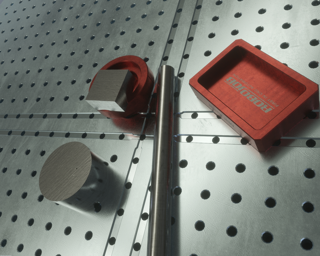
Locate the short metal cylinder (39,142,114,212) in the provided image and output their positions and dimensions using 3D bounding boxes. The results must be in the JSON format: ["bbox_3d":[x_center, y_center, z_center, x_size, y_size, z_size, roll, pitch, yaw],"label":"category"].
[{"bbox_3d":[-0.109,0.064,0.408,0.080,0.050,0.080,-13,56,20],"label":"short metal cylinder"}]

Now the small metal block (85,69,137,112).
[{"bbox_3d":[-0.065,-0.051,0.418,0.050,0.025,0.050,6,64,30],"label":"small metal block"}]

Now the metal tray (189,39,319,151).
[{"bbox_3d":[0.108,-0.045,0.374,0.090,0.030,0.130,-41,51,0],"label":"metal tray"}]

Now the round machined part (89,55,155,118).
[{"bbox_3d":[-0.052,-0.056,0.457,0.098,0.042,0.098,-13,56,20],"label":"round machined part"}]

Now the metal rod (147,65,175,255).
[{"bbox_3d":[0.003,0.045,0.377,0.025,0.025,0.299,-11,57,22],"label":"metal rod"}]
